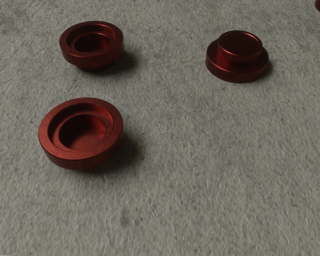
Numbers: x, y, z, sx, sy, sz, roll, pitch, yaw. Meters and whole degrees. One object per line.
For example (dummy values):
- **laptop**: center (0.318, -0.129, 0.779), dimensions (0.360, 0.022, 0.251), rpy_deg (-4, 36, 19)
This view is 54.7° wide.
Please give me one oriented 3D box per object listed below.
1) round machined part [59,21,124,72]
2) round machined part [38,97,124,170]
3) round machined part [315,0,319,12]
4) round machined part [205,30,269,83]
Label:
- **round machined part**: center (-0.107, -0.127, 0.498), dimensions (0.099, 0.042, 0.098), rpy_deg (0, 50, 0)
- **round machined part**: center (-0.093, 0.011, 0.382), dimensions (0.099, 0.042, 0.098), rpy_deg (0, 50, 0)
- **round machined part**: center (0.366, -0.257, 0.613), dimensions (0.099, 0.042, 0.098), rpy_deg (0, 50, 0)
- **round machined part**: center (0.124, -0.119, 0.494), dimensions (0.099, 0.042, 0.098), rpy_deg (0, 50, 0)
